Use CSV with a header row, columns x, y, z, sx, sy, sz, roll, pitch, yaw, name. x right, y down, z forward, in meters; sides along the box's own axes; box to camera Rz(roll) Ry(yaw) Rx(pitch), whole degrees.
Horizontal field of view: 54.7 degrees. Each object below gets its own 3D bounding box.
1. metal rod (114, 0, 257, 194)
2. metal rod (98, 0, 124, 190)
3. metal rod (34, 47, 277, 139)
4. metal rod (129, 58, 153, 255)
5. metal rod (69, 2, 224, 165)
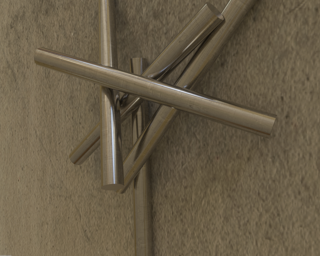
x,y,z,sx,sy,sz,roll,pitch,yaw,name
0.023,-0.039,0.365,0.025,0.025,0.298,45,111,30,metal rod
-0.067,-0.068,0.404,0.025,0.025,0.299,-28,56,36,metal rod
-0.022,-0.047,0.355,0.301,0.025,0.025,19,103,20,metal rod
-0.026,0.055,0.423,0.025,0.025,0.298,-3,88,39,metal rod
-0.037,-0.037,0.398,0.299,0.025,0.025,-42,65,33,metal rod
